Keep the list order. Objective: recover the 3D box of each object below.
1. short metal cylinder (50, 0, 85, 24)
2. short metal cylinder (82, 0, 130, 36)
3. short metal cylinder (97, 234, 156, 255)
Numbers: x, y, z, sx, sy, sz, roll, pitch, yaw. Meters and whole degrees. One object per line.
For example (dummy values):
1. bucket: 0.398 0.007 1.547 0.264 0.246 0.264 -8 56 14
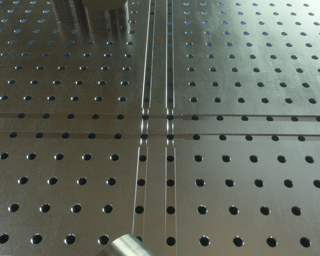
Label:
1. short metal cylinder: -0.169 -0.244 0.595 0.081 0.050 0.080 0 50 0
2. short metal cylinder: -0.098 -0.213 0.570 0.081 0.050 0.080 0 50 0
3. short metal cylinder: -0.031 0.137 0.256 0.050 0.080 0.080 35 58 25
